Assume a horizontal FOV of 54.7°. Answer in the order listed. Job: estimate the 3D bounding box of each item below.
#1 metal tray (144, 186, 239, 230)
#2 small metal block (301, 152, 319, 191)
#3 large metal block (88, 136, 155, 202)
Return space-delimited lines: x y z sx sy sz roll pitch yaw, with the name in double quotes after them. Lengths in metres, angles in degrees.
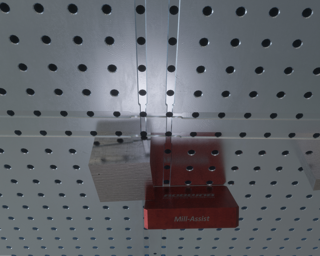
0.044 0.117 0.467 0.131 0.090 0.030 -1 99 1 "metal tray"
0.241 0.061 0.450 0.050 0.050 0.025 -7 130 6 "small metal block"
-0.050 0.060 0.446 0.080 0.050 0.079 -3 130 2 "large metal block"
